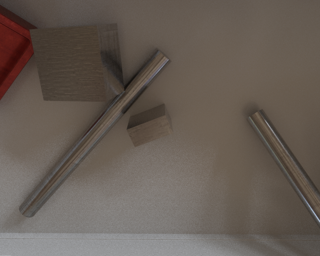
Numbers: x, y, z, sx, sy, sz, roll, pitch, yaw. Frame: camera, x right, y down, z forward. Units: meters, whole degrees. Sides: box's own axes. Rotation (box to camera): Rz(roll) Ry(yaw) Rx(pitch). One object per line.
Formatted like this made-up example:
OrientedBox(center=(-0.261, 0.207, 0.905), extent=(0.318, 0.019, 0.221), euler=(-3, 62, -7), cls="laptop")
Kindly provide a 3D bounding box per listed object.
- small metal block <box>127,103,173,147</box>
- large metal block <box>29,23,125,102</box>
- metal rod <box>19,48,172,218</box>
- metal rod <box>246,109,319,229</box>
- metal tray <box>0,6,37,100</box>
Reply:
OrientedBox(center=(-0.012, -0.004, 0.396), extent=(0.050, 0.050, 0.025), euler=(-21, 109, 7), cls="small metal block")
OrientedBox(center=(-0.092, -0.076, 0.357), extent=(0.080, 0.050, 0.079), euler=(2, 111, 16), cls="large metal block")
OrientedBox(center=(-0.095, 0.015, 0.415), extent=(0.025, 0.025, 0.299), euler=(40, 105, -14), cls="metal rod")
OrientedBox(center=(0.203, 0.107, 0.386), extent=(0.025, 0.025, 0.299), euler=(-34, 81, 11), cls="metal rod")
OrientedBox(center=(-0.211, -0.081, 0.353), extent=(0.090, 0.030, 0.130), euler=(29, 110, -42), cls="metal tray")
